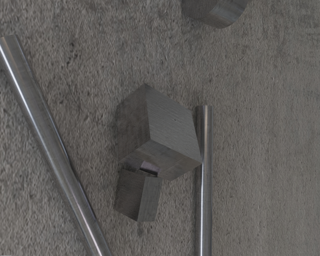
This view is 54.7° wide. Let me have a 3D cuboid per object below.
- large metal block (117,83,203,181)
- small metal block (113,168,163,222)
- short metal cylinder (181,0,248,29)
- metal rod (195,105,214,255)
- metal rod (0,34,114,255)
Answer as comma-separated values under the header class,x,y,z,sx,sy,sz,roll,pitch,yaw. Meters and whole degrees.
class,x,y,z,sx,sy,sz,roll,pitch,yaw
large metal block,-0.002,0.007,0.364,0.080,0.050,0.080,27,40,-37
small metal block,-0.027,0.078,0.364,0.025,0.050,0.050,13,86,-39
short metal cylinder,0.076,-0.186,0.432,0.050,0.080,0.080,6,87,-40
metal rod,0.065,0.117,0.459,0.025,0.025,0.298,1,89,-40
metal rod,-0.097,0.054,0.323,0.025,0.025,0.298,-30,109,-36
